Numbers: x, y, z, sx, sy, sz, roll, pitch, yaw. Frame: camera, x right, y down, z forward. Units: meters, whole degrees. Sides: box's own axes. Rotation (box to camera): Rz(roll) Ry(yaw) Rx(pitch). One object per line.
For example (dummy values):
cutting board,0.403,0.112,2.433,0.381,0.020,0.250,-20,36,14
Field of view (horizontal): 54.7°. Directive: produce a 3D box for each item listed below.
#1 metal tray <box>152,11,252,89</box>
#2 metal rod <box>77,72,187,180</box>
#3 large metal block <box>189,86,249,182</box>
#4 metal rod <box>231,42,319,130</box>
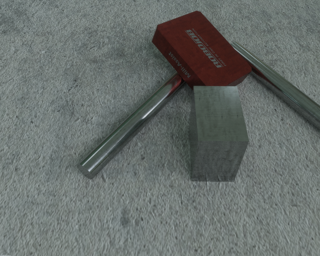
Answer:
metal tray,0.062,-0.110,0.462,0.091,0.030,0.130,-31,75,-29
metal rod,0.001,-0.042,0.438,0.025,0.025,0.301,29,55,22
large metal block,0.063,0.008,0.362,0.050,0.080,0.080,1,50,0
metal rod,0.199,-0.035,0.434,0.025,0.025,0.300,-25,55,-20
